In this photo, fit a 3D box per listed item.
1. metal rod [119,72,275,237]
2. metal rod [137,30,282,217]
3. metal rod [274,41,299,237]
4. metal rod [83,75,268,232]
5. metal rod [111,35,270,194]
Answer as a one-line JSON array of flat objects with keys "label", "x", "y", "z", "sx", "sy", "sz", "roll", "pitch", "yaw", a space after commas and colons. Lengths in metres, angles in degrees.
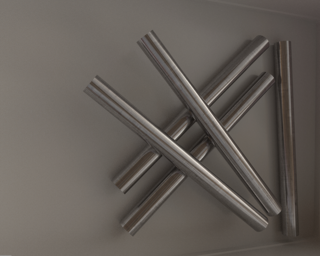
[{"label": "metal rod", "x": 0.060, "y": 0.027, "z": 0.432, "sx": 0.301, "sy": 0.025, "sz": 0.025, "roll": -45, "pitch": 104, "yaw": -15}, {"label": "metal rod", "x": 0.072, "y": 0.003, "z": 0.409, "sx": 0.025, "sy": 0.025, "sz": 0.300, "roll": -42, "pitch": 104, "yaw": -15}, {"label": "metal rod", "x": 0.197, "y": 0.017, "z": 0.482, "sx": 0.025, "sy": 0.025, "sz": 0.298, "roll": -3, "pitch": 91, "yaw": -20}, {"label": "metal rod", "x": 0.031, "y": 0.042, "z": 0.394, "sx": 0.300, "sy": 0.025, "sz": 0.025, "roll": 40, "pitch": 77, "yaw": -16}, {"label": "metal rod", "x": 0.050, "y": -0.027, "z": 0.428, "sx": 0.301, "sy": 0.025, "sz": 0.025, "roll": -45, "pitch": 104, "yaw": -15}]
